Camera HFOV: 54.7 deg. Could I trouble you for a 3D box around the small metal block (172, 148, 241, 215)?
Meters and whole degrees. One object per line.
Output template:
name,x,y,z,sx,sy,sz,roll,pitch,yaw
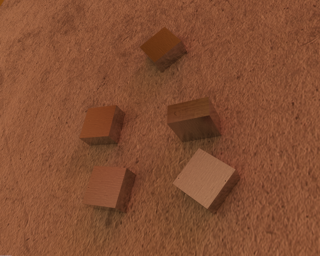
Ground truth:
small metal block,0.051,0.058,0.341,0.050,0.025,0.050,31,79,38

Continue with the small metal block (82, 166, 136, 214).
small metal block,-0.063,0.077,0.390,0.050,0.025,0.050,0,62,28

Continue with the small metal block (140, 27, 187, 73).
small metal block,0.005,-0.121,0.475,0.050,0.025,0.050,-39,51,2

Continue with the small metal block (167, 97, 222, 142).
small metal block,0.042,-0.008,0.371,0.050,0.050,0.025,-11,57,22

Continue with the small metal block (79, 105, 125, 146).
small metal block,-0.083,-0.003,0.450,0.050,0.025,0.050,-5,60,26
